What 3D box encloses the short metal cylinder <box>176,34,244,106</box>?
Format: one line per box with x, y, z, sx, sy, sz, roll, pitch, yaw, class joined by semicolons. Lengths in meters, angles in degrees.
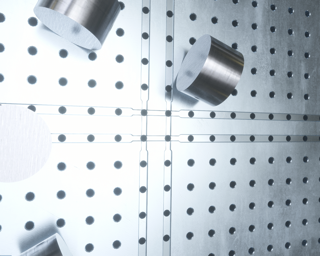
0.064;-0.075;0.407;0.050;0.080;0.080;23;82;-19;short metal cylinder

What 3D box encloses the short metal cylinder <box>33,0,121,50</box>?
-0.092;-0.132;0.349;0.080;0.080;0.050;27;81;-18;short metal cylinder

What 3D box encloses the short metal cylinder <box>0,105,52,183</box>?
-0.162;0.016;0.340;0.081;0.050;0.079;0;90;-20;short metal cylinder

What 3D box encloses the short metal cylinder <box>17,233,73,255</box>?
-0.119;0.165;0.340;0.050;0.080;0.080;-28;100;-18;short metal cylinder
